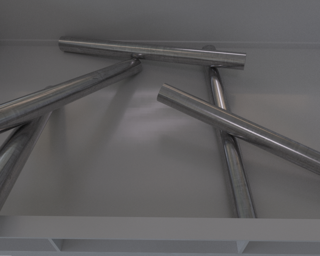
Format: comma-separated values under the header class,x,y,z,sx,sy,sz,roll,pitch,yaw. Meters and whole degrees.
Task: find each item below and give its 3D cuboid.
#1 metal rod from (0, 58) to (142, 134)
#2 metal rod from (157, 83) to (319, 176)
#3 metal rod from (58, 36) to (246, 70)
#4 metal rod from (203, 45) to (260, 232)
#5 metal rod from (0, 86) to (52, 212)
class,x,y,z,sx,sy,sz,roll,pitch,yaw
metal rod,-0.103,-0.044,0.365,0.025,0.025,0.302,22,29,17
metal rod,0.135,0.018,0.365,0.301,0.025,0.025,26,54,10
metal rod,-0.021,-0.119,0.485,0.301,0.025,0.025,9,51,15
metal rod,0.085,-0.013,0.415,0.025,0.025,0.300,-1,50,-1
metal rod,-0.135,0.007,0.311,0.025,0.025,0.300,-7,23,-6
